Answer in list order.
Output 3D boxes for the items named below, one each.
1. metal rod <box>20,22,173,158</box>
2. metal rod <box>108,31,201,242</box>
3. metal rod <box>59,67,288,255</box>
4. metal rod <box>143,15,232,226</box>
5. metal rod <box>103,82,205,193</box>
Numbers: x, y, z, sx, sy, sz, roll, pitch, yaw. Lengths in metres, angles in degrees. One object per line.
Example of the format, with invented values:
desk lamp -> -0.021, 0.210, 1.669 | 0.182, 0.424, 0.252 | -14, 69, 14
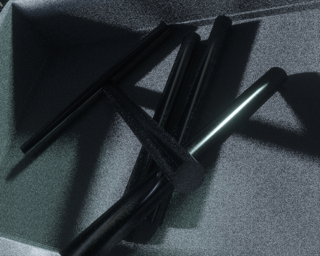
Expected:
metal rod -> -0.100, -0.061, 0.496 | 0.300, 0.025, 0.025 | -42, 51, -1
metal rod -> 0.001, -0.005, 0.408 | 0.025, 0.025, 0.300 | 7, 65, 31
metal rod -> 0.038, 0.018, 0.297 | 0.025, 0.025, 0.302 | 26, 51, 37
metal rod -> 0.041, -0.025, 0.399 | 0.025, 0.025, 0.300 | 8, 66, 32
metal rod -> -0.028, -0.012, 0.351 | 0.025, 0.025, 0.300 | -43, 27, -1
